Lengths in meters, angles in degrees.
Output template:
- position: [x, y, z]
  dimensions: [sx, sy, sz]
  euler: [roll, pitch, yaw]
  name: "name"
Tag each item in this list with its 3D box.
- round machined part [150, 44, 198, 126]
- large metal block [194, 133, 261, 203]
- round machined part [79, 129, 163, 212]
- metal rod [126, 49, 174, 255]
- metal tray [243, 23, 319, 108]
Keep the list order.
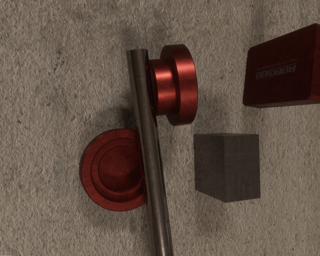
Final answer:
- position: [0.010, -0.050, 0.376]
  dimensions: [0.042, 0.098, 0.097]
  euler: [-8, 93, -11]
  name: "round machined part"
- position: [0.087, 0.048, 0.413]
  dimensions: [0.050, 0.080, 0.079]
  euler: [-2, 91, -20]
  name: "large metal block"
- position: [-0.050, 0.049, 0.383]
  dimensions: [0.099, 0.042, 0.097]
  euler: [0, 90, -20]
  name: "round machined part"
- position: [-0.008, 0.060, 0.362]
  dimensions: [0.025, 0.025, 0.298]
  euler: [-8, 93, -20]
  name: "metal rod"
- position: [0.166, -0.076, 0.416]
  dimensions: [0.030, 0.130, 0.089]
  euler: [7, 88, -20]
  name: "metal tray"
